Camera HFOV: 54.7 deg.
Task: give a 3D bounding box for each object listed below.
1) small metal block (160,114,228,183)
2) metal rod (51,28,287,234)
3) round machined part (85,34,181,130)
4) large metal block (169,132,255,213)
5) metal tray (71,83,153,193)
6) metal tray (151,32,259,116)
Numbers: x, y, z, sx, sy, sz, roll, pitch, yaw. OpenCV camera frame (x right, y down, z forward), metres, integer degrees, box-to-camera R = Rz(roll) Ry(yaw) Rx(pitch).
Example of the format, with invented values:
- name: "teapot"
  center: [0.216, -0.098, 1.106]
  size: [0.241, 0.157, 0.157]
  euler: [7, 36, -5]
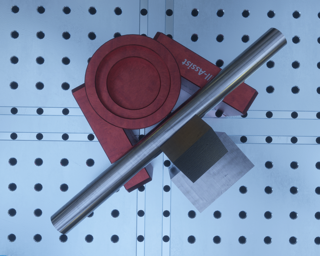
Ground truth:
- name: "small metal block"
  center: [0.036, 0.023, 0.320]
  size: [0.050, 0.050, 0.025]
  euler: [-43, 46, 0]
- name: "metal rod"
  center: [0.010, 0.003, 0.323]
  size: [0.300, 0.025, 0.025]
  euler: [-41, 91, -1]
- name: "round machined part"
  center: [-0.028, -0.047, 0.336]
  size: [0.099, 0.042, 0.097]
  euler: [0, 90, -1]
- name: "large metal block"
  center: [0.058, 0.049, 0.383]
  size: [0.080, 0.080, 0.050]
  euler: [-41, 91, 0]
- name: "metal tray"
  center: [-0.053, 0.008, 0.380]
  size: [0.030, 0.090, 0.130]
  euler: [-29, 90, 0]
- name: "metal tray"
  center: [0.046, -0.061, 0.380]
  size: [0.130, 0.090, 0.030]
  euler: [31, 91, -1]
